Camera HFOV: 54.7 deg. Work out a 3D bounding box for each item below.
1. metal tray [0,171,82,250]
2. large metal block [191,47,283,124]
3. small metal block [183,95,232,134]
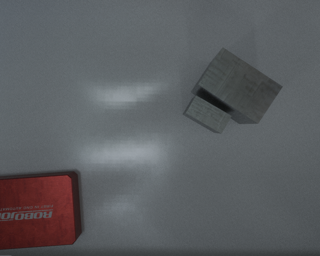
[{"bbox_3d":[-0.174,0.108,0.407,0.131,0.030,0.089,-4,90,-1],"label":"metal tray"},{"bbox_3d":[0.090,-0.048,0.385,0.080,0.080,0.050,33,90,-1],"label":"large metal block"},{"bbox_3d":[0.059,-0.016,0.400,0.050,0.050,0.025,30,90,-1],"label":"small metal block"}]
